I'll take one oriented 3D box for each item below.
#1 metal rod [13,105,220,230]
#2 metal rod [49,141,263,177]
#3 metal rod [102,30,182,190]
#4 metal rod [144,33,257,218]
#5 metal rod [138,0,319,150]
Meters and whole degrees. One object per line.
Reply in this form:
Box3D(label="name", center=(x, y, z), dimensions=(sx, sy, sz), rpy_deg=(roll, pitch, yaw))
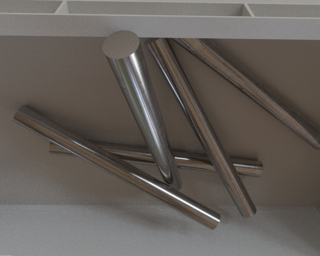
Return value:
Box3D(label="metal rod", center=(-0.050, 0.057, 0.415), dimensions=(0.301, 0.025, 0.025), rpy_deg=(30, 125, -9))
Box3D(label="metal rod", center=(-0.001, 0.042, 0.444), dimensions=(0.302, 0.025, 0.025), rpy_deg=(7, 130, -7))
Box3D(label="metal rod", center=(-0.002, 0.014, 0.334), dimensions=(0.025, 0.025, 0.299), rpy_deg=(-7, 151, 6))
Box3D(label="metal rod", center=(0.064, 0.016, 0.400), dimensions=(0.025, 0.025, 0.299), rpy_deg=(-22, 120, 18))
Box3D(label="metal rod", center=(0.103, -0.052, 0.365), dimensions=(0.301, 0.025, 0.025), rpy_deg=(31, 123, -24))
